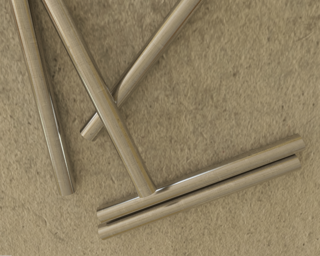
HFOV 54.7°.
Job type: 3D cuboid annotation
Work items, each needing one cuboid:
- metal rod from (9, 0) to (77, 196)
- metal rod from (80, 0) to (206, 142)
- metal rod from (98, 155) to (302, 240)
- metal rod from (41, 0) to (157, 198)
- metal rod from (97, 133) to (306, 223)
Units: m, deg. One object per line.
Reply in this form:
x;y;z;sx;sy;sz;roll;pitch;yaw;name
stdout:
-0.148;-0.049;0.389;0.025;0.025;0.298;-6;110;2;metal rod
-0.003;-0.101;0.372;0.025;0.025;0.299;37;106;-13;metal rod
0.051;0.101;0.447;0.301;0.025;0.025;-22;109;7;metal rod
-0.077;-0.052;0.367;0.025;0.025;0.299;-24;100;8;metal rod
0.052;0.073;0.437;0.301;0.025;0.025;-22;109;7;metal rod
